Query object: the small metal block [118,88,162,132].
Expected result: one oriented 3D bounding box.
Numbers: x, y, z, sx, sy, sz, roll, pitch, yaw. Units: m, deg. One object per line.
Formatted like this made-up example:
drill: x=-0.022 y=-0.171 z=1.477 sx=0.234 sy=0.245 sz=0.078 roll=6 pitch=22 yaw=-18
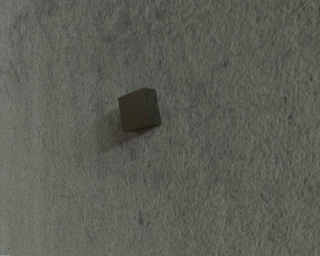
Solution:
small metal block: x=-0.029 y=-0.024 z=0.430 sx=0.050 sy=0.025 sz=0.050 roll=-16 pitch=80 yaw=39
